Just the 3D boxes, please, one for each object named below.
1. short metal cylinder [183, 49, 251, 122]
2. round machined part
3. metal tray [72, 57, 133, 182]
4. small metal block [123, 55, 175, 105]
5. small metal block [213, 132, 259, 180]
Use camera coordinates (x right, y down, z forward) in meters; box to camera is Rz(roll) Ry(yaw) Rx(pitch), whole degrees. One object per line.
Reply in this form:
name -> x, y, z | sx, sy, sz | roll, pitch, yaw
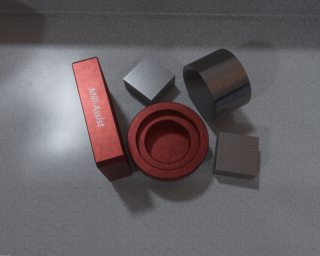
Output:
short metal cylinder -> 0.072, -0.055, 0.400 | 0.050, 0.080, 0.080 | -28, 73, -10
round machined part -> 0.009, 0.020, 0.390 | 0.099, 0.042, 0.098 | 0, 70, -1
metal tray -> -0.068, -0.008, 0.375 | 0.030, 0.090, 0.130 | -16, 71, -6
small metal block -> -0.014, -0.065, 0.431 | 0.050, 0.025, 0.050 | 38, 75, 14
small metal block -> 0.097, 0.036, 0.396 | 0.050, 0.025, 0.050 | 8, 70, 4
